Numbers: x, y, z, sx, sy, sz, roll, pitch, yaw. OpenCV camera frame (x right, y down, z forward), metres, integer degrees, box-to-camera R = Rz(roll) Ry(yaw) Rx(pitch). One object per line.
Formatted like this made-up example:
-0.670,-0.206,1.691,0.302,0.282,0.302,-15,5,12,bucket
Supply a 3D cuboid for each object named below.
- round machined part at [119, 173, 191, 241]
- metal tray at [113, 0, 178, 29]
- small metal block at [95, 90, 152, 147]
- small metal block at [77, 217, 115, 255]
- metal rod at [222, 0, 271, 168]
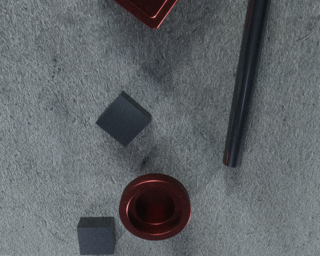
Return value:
-0.007,0.107,0.440,0.099,0.042,0.097,0,110,-1,round machined part
-0.003,-0.187,0.337,0.090,0.030,0.129,35,106,-12,metal tray
-0.047,-0.012,0.405,0.050,0.025,0.050,41,105,-14,small metal block
-0.095,0.163,0.469,0.050,0.025,0.050,-1,110,0,small metal block
0.110,-0.090,0.378,0.025,0.025,0.298,4,110,-2,metal rod
